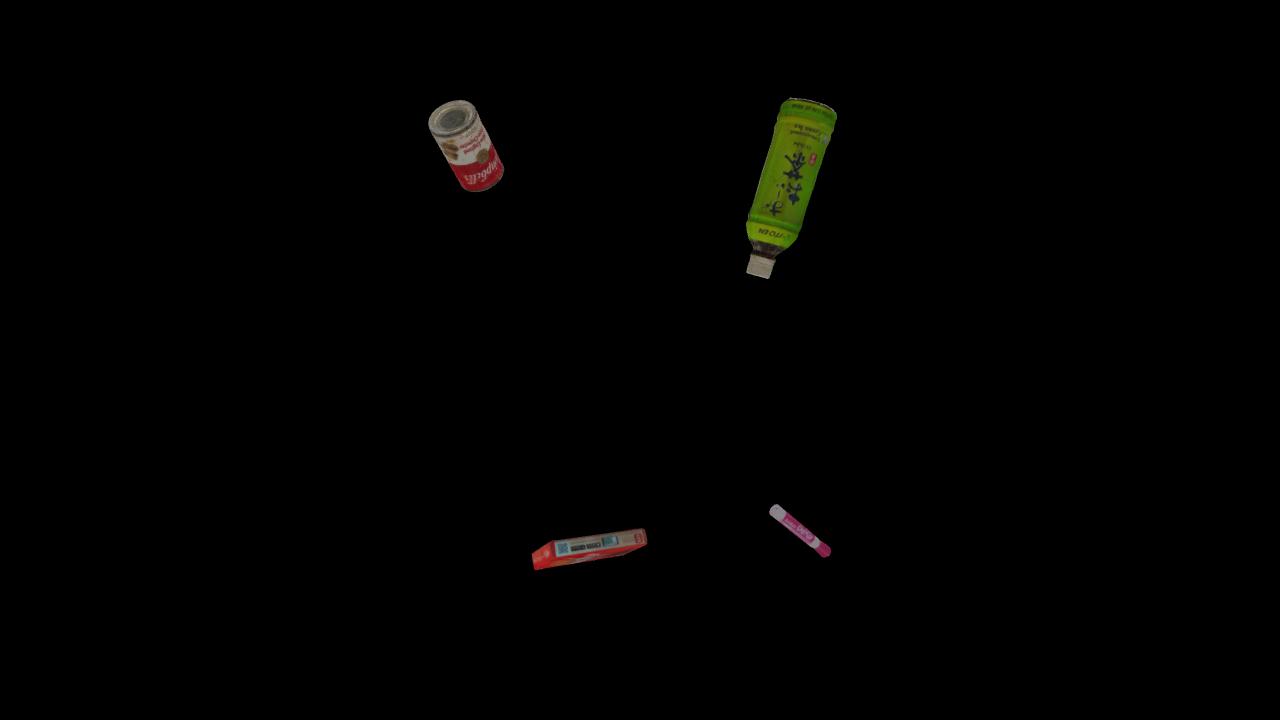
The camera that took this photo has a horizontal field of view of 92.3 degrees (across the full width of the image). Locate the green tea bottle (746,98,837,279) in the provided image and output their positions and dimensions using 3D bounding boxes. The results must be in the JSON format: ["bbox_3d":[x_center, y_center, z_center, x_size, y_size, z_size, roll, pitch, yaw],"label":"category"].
[{"bbox_3d":[0.177,-0.207,0.763,0.073,0.212,0.073,16,12,-3],"label":"green tea bottle"}]

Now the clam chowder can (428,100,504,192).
[{"bbox_3d":[-0.234,-0.289,0.834,0.068,0.068,0.102,0,-29,11],"label":"clam chowder can"}]

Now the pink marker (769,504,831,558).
[{"bbox_3d":[0.235,0.250,0.893,0.121,0.020,0.020,40,-14,-17],"label":"pink marker"}]

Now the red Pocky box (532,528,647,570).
[{"bbox_3d":[-0.075,0.281,0.913,0.155,0.028,0.083,1,-26,-30],"label":"red Pocky box"}]
